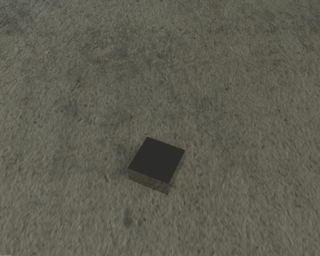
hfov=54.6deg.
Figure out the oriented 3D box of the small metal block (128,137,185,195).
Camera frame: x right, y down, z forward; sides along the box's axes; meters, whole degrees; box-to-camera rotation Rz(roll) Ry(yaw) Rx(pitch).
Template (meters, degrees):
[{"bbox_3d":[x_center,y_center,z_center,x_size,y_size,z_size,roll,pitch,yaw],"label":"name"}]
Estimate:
[{"bbox_3d":[-0.003,0.044,0.367,0.050,0.025,0.050,19,53,15],"label":"small metal block"}]
